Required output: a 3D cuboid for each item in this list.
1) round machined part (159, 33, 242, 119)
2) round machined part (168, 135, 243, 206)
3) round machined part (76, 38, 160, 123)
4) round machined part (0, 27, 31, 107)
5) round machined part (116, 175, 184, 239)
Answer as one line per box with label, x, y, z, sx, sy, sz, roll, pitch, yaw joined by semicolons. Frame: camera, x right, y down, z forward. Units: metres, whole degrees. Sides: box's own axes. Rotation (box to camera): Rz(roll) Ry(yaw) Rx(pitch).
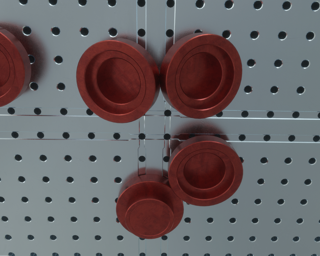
round machined part;0.045;-0.064;0.371;0.099;0.042;0.097;-8;112;-20
round machined part;0.060;0.055;0.425;0.099;0.042;0.097;0;110;-1
round machined part;-0.046;-0.058;0.373;0.098;0.042;0.097;6;114;15
round machined part;-0.205;-0.076;0.373;0.099;0.042;0.097;0;110;-1
round machined part;-0.015;0.120;0.449;0.099;0.042;0.097;0;110;-1
